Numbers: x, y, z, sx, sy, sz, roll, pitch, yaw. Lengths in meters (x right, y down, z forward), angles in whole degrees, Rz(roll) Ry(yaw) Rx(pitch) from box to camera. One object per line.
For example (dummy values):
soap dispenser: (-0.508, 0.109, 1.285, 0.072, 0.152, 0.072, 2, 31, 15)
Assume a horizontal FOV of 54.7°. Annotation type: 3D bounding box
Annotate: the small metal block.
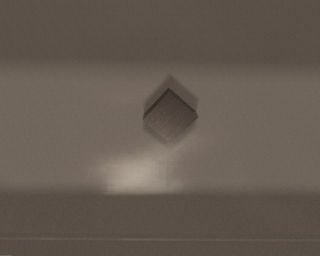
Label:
small metal block: (0.013, -0.016, 0.406, 0.050, 0.025, 0.050, 40, 105, -14)
